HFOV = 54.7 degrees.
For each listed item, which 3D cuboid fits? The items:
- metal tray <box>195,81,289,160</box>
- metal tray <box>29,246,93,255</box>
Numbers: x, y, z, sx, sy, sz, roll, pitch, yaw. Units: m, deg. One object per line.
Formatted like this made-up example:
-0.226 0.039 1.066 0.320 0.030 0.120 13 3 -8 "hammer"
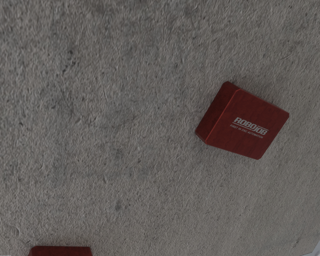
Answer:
0.127 -0.007 0.469 0.131 0.030 0.090 18 109 -35 "metal tray"
-0.164 0.234 0.459 0.091 0.030 0.129 17 109 -35 "metal tray"
